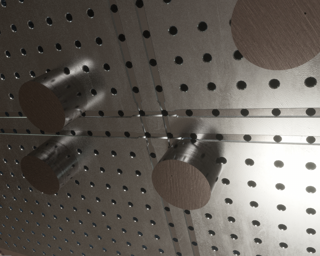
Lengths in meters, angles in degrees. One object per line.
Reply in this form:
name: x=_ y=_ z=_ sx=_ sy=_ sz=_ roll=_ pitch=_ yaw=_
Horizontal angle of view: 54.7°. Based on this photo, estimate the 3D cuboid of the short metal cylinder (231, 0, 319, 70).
short metal cylinder: x=0.109 y=-0.098 z=0.277 sx=0.080 sy=0.050 sz=0.079 roll=13 pitch=124 yaw=20

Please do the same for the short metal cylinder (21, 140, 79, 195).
short metal cylinder: x=-0.190 y=0.067 z=0.534 sx=0.080 sy=0.050 sz=0.079 roll=13 pitch=124 yaw=20

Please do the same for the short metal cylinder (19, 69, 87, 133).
short metal cylinder: x=-0.154 y=-0.039 z=0.450 sx=0.080 sy=0.050 sz=0.079 roll=13 pitch=124 yaw=20

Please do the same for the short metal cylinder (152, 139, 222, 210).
short metal cylinder: x=0.036 y=0.061 z=0.413 sx=0.080 sy=0.050 sz=0.079 roll=13 pitch=124 yaw=20
